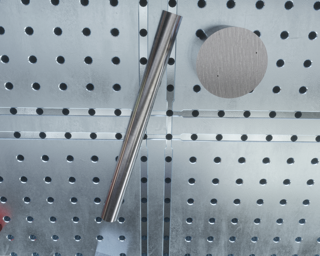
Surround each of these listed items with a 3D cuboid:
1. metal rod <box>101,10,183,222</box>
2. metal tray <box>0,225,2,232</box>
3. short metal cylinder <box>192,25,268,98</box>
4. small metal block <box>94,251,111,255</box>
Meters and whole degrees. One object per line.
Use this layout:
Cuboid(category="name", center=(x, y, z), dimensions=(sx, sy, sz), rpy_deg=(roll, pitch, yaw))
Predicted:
Cuboid(category="metal rod", center=(-0.030, -0.001, 0.412), dimensions=(0.025, 0.025, 0.298), rpy_deg=(17, 109, -6))
Cuboid(category="metal tray", center=(-0.321, 0.151, 0.463), dimensions=(0.130, 0.030, 0.090), rpy_deg=(38, 106, -13))
Cuboid(category="short metal cylinder", center=(0.081, -0.080, 0.371), dimensions=(0.081, 0.050, 0.079), rpy_deg=(0, 110, 0))
Cuboid(category="small metal block", center=(-0.084, 0.226, 0.483), dimensions=(0.050, 0.050, 0.025), rpy_deg=(20, 109, -7))
